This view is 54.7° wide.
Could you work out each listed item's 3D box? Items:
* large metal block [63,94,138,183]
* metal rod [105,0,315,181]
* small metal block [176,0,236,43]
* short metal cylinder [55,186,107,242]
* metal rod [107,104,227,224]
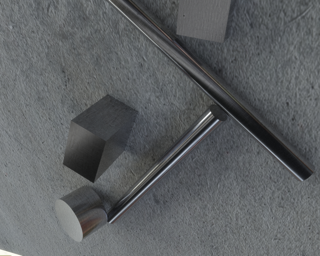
[{"bbox_3d":[-0.080,0.013,0.420,0.050,0.080,0.079,30,128,9],"label":"large metal block"},{"bbox_3d":[0.055,-0.051,0.345,0.300,0.025,0.025,43,129,-2],"label":"metal rod"},{"bbox_3d":[0.046,-0.117,0.309,0.050,0.025,0.050,16,125,18],"label":"small metal block"},{"bbox_3d":[-0.137,0.147,0.537,0.080,0.050,0.079,22,124,37],"label":"short metal cylinder"},{"bbox_3d":[-0.009,0.070,0.452,0.025,0.025,0.298,41,129,0],"label":"metal rod"}]
